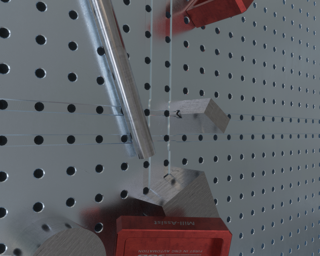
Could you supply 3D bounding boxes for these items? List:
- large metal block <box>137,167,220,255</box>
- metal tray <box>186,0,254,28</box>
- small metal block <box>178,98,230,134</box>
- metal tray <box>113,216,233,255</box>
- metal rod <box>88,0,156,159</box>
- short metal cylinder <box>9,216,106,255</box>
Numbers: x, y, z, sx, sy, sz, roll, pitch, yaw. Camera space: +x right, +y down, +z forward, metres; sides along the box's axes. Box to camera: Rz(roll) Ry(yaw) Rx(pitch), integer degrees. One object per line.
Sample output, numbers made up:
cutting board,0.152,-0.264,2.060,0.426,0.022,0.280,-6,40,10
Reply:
large metal block,0.028,0.110,0.416,0.081,0.050,0.080,-32,110,-35
metal tray,0.107,-0.207,0.455,0.030,0.090,0.130,51,60,-28
small metal block,0.063,-0.017,0.446,0.050,0.050,0.025,41,65,-32
metal tray,0.012,0.152,0.363,0.131,0.030,0.089,4,103,-11
metal rod,-0.057,-0.105,0.360,0.025,0.025,0.298,-26,106,-37
short metal cylinder,-0.101,0.134,0.308,0.081,0.050,0.080,0,90,-40
